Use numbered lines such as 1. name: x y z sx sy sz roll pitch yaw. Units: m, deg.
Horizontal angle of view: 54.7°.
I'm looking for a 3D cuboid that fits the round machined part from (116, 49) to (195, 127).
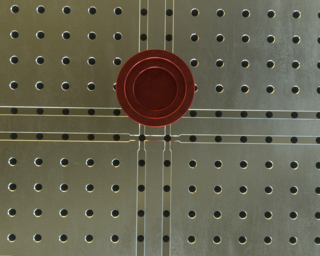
1. round machined part: -0.006 -0.050 0.405 0.099 0.042 0.097 0 90 -1
